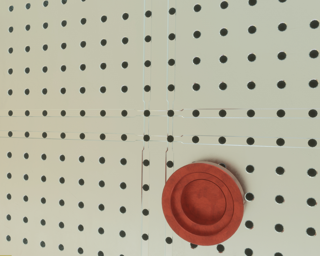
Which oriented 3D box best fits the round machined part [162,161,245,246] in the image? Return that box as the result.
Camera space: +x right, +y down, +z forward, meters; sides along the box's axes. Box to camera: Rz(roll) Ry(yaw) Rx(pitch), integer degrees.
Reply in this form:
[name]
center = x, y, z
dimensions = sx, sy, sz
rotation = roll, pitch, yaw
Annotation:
[round machined part]
center = 0.055, 0.090, 0.384
dimensions = 0.098, 0.042, 0.097
rotation = 0, 90, 20
